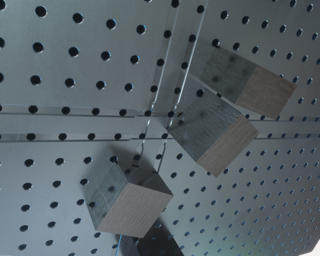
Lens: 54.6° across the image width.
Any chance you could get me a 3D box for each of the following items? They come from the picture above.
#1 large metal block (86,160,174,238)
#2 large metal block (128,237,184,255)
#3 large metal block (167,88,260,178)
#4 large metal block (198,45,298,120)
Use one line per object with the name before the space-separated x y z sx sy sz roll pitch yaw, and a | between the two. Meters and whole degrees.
large metal block | -0.042 0.101 0.434 0.080 0.050 0.080 25 105 -37
large metal block | -0.002 0.234 0.518 0.081 0.080 0.050 7 115 -31
large metal block | 0.068 0.005 0.415 0.080 0.080 0.050 -48 129 5
large metal block | 0.111 -0.059 0.399 0.081 0.080 0.050 15 111 -34
